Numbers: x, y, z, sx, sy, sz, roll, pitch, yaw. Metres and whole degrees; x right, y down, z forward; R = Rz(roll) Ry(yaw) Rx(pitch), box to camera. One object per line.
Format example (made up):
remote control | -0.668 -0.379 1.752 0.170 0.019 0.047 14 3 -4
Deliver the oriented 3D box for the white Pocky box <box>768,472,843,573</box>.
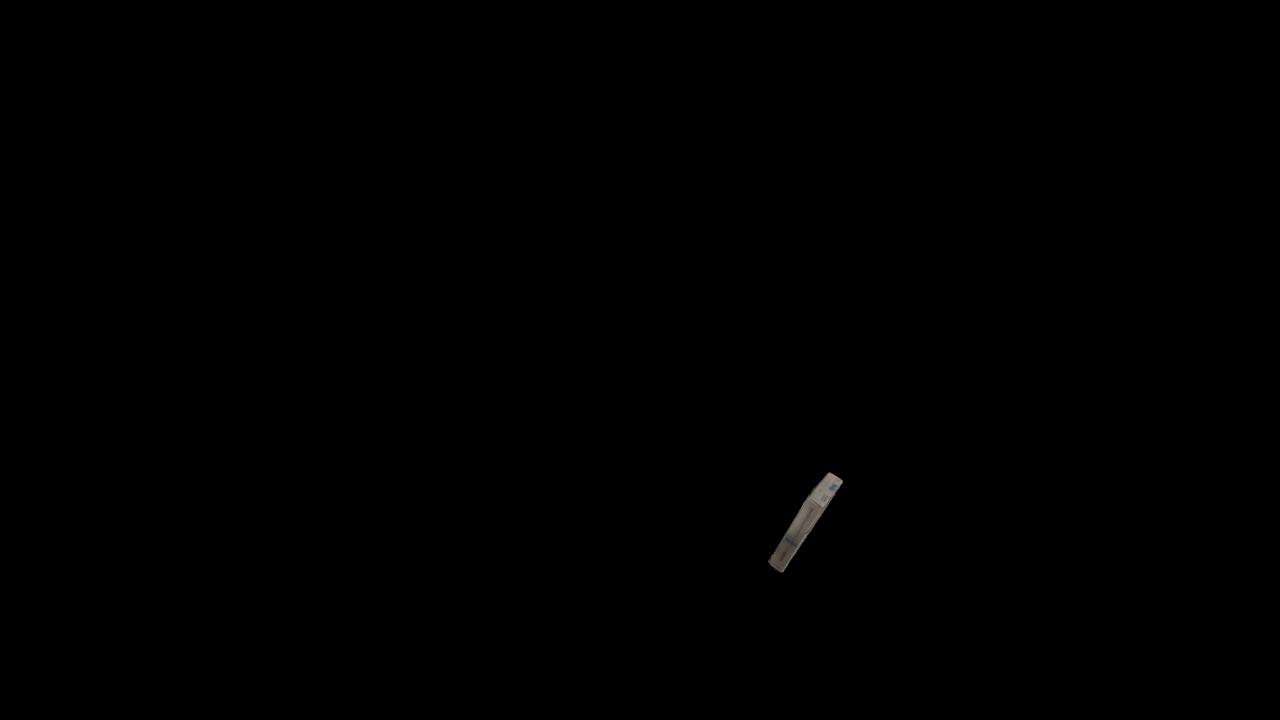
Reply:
white Pocky box | 0.247 0.244 0.923 0.028 0.154 0.084 34 38 22
